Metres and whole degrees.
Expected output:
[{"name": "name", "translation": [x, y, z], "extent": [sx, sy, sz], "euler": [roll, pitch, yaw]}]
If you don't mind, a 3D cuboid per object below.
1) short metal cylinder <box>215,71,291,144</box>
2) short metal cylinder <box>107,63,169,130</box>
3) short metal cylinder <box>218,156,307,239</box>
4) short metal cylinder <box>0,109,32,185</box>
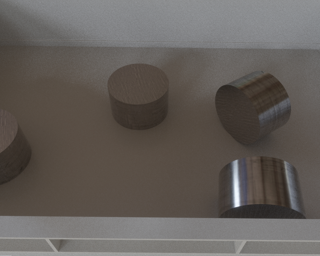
[{"name": "short metal cylinder", "translation": [0.116, -0.026, 0.393], "extent": [0.050, 0.080, 0.080], "euler": [-26, 55, -20]}, {"name": "short metal cylinder", "translation": [-0.029, -0.044, 0.425], "extent": [0.081, 0.050, 0.080], "euler": [0, 50, 0]}, {"name": "short metal cylinder", "translation": [0.100, 0.072, 0.310], "extent": [0.080, 0.080, 0.050], "euler": [6, 50, 4]}, {"name": "short metal cylinder", "translation": [-0.202, 0.023, 0.367], "extent": [0.081, 0.050, 0.080], "euler": [0, 50, 0]}]
